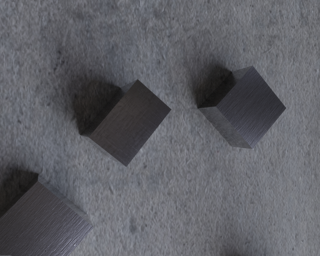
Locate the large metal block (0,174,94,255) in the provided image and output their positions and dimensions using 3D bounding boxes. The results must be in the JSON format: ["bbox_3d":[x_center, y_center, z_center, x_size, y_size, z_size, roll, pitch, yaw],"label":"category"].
[{"bbox_3d":[-0.135,0.111,0.346,0.080,0.050,0.080,46,76,-15],"label":"large metal block"}]

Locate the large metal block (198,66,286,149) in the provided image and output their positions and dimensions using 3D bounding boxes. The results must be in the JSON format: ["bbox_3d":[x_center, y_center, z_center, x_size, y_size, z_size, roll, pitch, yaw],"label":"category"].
[{"bbox_3d":[0.116,-0.028,0.440,0.080,0.050,0.080,47,75,-15],"label":"large metal block"}]

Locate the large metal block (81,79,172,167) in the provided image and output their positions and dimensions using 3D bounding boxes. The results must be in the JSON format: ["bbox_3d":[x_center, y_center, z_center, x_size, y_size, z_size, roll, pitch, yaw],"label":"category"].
[{"bbox_3d":[-0.043,-0.006,0.365,0.050,0.080,0.080,41,77,-16],"label":"large metal block"}]
